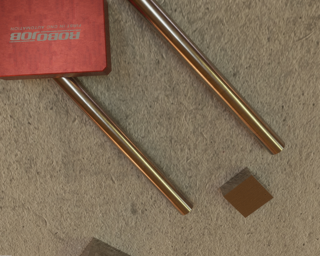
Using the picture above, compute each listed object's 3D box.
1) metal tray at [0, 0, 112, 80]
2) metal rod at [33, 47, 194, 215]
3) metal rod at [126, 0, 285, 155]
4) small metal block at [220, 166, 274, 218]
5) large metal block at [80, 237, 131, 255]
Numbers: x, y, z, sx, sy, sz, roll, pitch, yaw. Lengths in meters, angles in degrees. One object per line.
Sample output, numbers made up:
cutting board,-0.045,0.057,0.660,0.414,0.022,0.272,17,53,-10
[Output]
metal tray,-0.125,-0.104,0.352,0.131,0.030,0.089,-3,91,0
metal rod,-0.056,0.010,0.412,0.025,0.025,0.300,-38,106,12
metal rod,0.055,-0.073,0.383,0.025,0.025,0.300,-43,105,14
small metal block,0.124,0.093,0.446,0.050,0.025,0.050,-41,106,13
large metal block,-0.093,0.231,0.480,0.080,0.050,0.080,32,107,-12
